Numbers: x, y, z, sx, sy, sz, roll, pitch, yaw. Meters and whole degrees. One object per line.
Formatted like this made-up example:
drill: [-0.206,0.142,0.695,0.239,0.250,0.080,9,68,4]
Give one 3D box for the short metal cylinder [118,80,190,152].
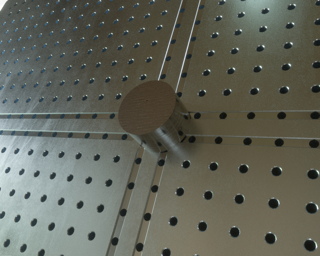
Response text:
short metal cylinder: [-0.007,-0.015,0.406,0.080,0.050,0.080,-13,56,21]
